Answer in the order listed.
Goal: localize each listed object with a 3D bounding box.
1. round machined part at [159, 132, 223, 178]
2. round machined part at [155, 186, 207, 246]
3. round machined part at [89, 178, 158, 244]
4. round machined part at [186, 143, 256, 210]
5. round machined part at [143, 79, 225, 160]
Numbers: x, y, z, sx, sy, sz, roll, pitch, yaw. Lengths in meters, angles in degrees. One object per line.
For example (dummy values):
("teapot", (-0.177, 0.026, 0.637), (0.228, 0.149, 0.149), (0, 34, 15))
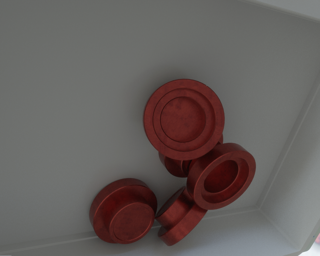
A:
("round machined part", (0.051, 0.033, 0.448), (0.099, 0.042, 0.097), (-14, 125, -21))
("round machined part", (0.030, 0.127, 0.472), (0.042, 0.098, 0.098), (45, 93, 3))
("round machined part", (-0.047, 0.125, 0.442), (0.099, 0.042, 0.097), (-12, 116, -26))
("round machined part", (0.079, 0.061, 0.427), (0.099, 0.042, 0.097), (-14, 125, -21))
("round machined part", (0.027, -0.011, 0.389), (0.099, 0.042, 0.097), (0, 93, -7))
